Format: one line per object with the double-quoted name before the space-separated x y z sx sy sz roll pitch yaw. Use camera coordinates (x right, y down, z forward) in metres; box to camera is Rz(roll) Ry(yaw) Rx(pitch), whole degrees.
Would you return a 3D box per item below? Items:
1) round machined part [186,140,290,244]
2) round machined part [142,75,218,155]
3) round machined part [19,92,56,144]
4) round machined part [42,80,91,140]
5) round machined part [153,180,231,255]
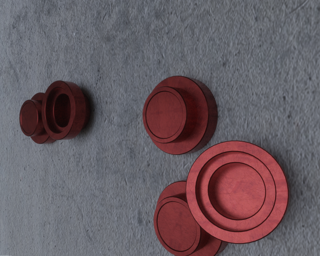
"round machined part" 0.080 0.064 0.316 0.098 0.042 0.098 -6 75 24
"round machined part" 0.017 -0.016 0.380 0.098 0.042 0.097 0 90 40
"round machined part" -0.228 -0.019 0.583 0.098 0.042 0.097 0 90 40
"round machined part" -0.154 -0.029 0.522 0.098 0.042 0.097 0 90 40
"round machined part" 0.031 0.112 0.368 0.098 0.042 0.097 0 90 40
